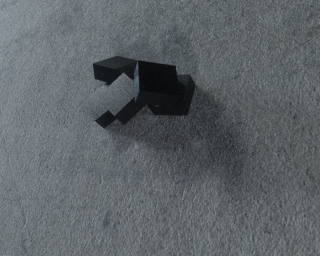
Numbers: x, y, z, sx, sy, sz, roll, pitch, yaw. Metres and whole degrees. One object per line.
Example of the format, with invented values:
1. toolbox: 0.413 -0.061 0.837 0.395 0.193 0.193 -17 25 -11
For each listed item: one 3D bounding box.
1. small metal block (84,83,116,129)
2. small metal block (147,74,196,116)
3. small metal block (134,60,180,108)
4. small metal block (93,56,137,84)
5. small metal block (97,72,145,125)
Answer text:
1. small metal block: -0.080 -0.035 0.467 0.050 0.025 0.050 -38 51 2
2. small metal block: 0.017 -0.044 0.423 0.050 0.025 0.050 2 63 29
3. small metal block: -0.005 -0.056 0.393 0.050 0.025 0.050 5 56 -15
4. small metal block: -0.067 -0.090 0.479 0.050 0.025 0.050 20 36 35
5. small metal block: -0.049 -0.040 0.421 0.050 0.025 0.050 -44 51 -3
